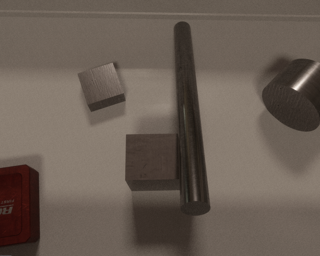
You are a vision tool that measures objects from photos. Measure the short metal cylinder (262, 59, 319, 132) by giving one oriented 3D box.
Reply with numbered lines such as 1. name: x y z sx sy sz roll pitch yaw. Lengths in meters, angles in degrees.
1. short metal cylinder: 0.181 -0.041 0.398 0.080 0.080 0.050 42 75 13

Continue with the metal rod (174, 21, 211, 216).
1. metal rod: 0.032 -0.041 0.363 0.025 0.025 0.300 1 46 0

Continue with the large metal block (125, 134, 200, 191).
1. large metal block: 0.004 0.043 0.365 0.081 0.080 0.050 -1 70 -1

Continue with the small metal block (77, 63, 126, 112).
1. small metal block: -0.081 -0.056 0.429 0.050 0.025 0.050 -19 71 -7

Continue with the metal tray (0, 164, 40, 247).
1. metal tray: -0.215 0.098 0.368 0.131 0.030 0.090 -8 70 -4
